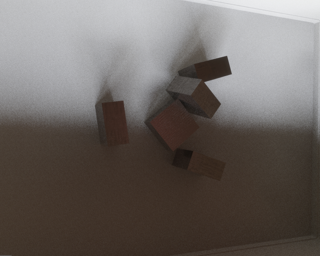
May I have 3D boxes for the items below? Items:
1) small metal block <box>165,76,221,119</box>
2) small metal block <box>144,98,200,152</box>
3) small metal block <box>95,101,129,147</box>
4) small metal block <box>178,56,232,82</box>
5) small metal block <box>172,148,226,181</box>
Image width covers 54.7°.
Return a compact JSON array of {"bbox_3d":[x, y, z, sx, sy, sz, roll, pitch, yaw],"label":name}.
[{"bbox_3d":[0.044,-0.041,0.407,0.050,0.050,0.025,44,76,-37],"label":"small metal block"},{"bbox_3d":[0.016,-0.004,0.418,0.050,0.025,0.050,-41,104,-15],"label":"small metal block"},{"bbox_3d":[-0.059,-0.005,0.376,0.025,0.050,0.050,-9,93,-20],"label":"small metal block"},{"bbox_3d":[0.060,-0.075,0.421,0.050,0.050,0.025,-18,96,-20],"label":"small metal block"},{"bbox_3d":[0.051,0.049,0.418,0.050,0.050,0.025,21,83,-19],"label":"small metal block"}]
